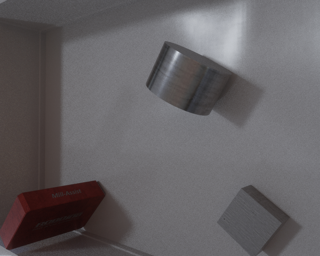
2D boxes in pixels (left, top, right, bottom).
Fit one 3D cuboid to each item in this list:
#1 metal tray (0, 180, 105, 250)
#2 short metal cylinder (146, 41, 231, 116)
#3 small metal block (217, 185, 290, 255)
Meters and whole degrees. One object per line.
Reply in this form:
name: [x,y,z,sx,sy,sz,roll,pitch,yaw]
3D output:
metal tray: [-0.157,0.127,0.465,0.030,0.131,0.089,50,119,28]
short metal cylinder: [0.031,-0.056,0.344,0.080,0.081,0.050,39,114,32]
small metal block: [0.097,0.097,0.326,0.050,0.025,0.050,42,115,31]
